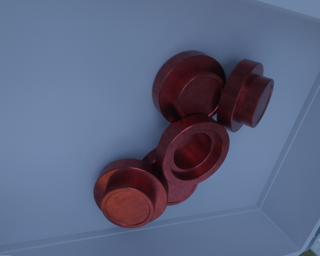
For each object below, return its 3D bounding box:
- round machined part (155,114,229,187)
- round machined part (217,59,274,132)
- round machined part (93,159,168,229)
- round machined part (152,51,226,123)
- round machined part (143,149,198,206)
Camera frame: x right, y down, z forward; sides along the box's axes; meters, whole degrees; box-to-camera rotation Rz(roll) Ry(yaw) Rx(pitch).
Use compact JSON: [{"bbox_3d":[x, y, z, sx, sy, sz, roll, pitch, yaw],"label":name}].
[{"bbox_3d":[0.038,0.025,0.406,0.099,0.042,0.097,-14,125,-21],"label":"round machined part"},{"bbox_3d":[0.117,-0.039,0.410,0.099,0.042,0.097,-43,146,-38],"label":"round machined part"},{"bbox_3d":[-0.039,0.092,0.405,0.099,0.042,0.097,2,118,4],"label":"round machined part"},{"bbox_3d":[0.043,-0.044,0.393,0.099,0.042,0.097,-14,125,-21],"label":"round machined part"},{"bbox_3d":[0.017,0.074,0.453,0.099,0.042,0.097,-14,125,-21],"label":"round machined part"}]
